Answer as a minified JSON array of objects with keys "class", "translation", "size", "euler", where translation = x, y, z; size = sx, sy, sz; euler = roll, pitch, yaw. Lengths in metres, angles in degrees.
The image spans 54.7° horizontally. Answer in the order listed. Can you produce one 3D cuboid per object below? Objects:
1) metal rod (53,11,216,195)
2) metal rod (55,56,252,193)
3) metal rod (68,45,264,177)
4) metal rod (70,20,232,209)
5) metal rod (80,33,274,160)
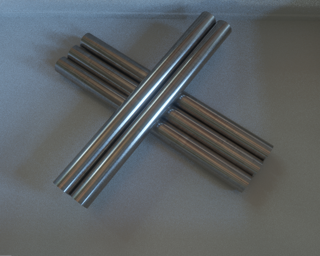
[{"class":"metal rod","translation":[-0.022,-0.042,0.397],"size":[0.025,0.025,0.300],"euler":[36,74,12]},{"class":"metal rod","translation":[-0.017,-0.010,0.412],"size":[0.301,0.025,0.025],"euler":[33,73,11]},{"class":"metal rod","translation":[-0.001,-0.028,0.418],"size":[0.301,0.025,0.025],"euler":[33,73,11]},{"class":"metal rod","translation":[-0.001,-0.029,0.392],"size":[0.025,0.025,0.300],"euler":[36,74,12]},{"class":"metal rod","translation":[0.015,-0.048,0.425],"size":[0.300,0.025,0.025],"euler":[33,73,11]}]
